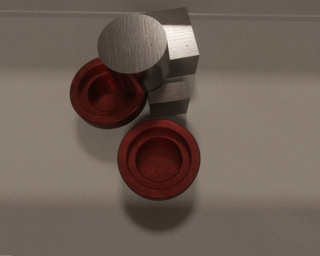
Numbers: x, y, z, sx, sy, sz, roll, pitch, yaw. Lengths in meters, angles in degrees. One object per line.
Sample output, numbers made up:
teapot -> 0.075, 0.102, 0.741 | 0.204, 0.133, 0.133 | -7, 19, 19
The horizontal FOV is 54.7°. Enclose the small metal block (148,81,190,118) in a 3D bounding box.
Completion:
small metal block -> 0.010, -0.036, 0.410 | 0.050, 0.050, 0.025 | -8, 71, -4

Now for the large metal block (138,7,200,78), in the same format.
large metal block -> 0.005, -0.117, 0.439 | 0.081, 0.050, 0.080 | -10, 70, -4

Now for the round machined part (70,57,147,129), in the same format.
round machined part -> -0.065, -0.044, 0.412 | 0.099, 0.042, 0.098 | -2, 70, 6

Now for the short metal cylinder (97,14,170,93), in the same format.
short metal cylinder -> -0.029, -0.089, 0.375 | 0.080, 0.050, 0.080 | -2, 70, 6

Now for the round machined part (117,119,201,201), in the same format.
round machined part -> -0.001, 0.041, 0.386 | 0.099, 0.042, 0.098 | 0, 70, -1
